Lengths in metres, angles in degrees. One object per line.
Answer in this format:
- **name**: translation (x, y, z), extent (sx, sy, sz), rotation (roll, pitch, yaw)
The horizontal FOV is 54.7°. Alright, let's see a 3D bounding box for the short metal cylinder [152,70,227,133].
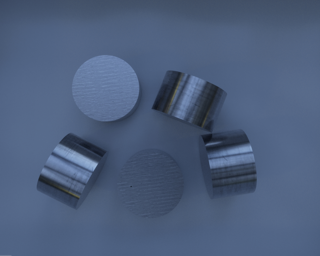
- **short metal cylinder**: translation (0.036, -0.032, 0.384), extent (0.080, 0.080, 0.050), rotation (22, 90, -1)

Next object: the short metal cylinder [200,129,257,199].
- **short metal cylinder**: translation (0.081, 0.044, 0.383), extent (0.050, 0.080, 0.080), rotation (-9, 90, 0)

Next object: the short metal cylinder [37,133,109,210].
- **short metal cylinder**: translation (-0.105, 0.052, 0.380), extent (0.050, 0.080, 0.080), rotation (27, 90, -1)

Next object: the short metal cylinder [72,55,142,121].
- **short metal cylinder**: translation (-0.065, -0.048, 0.396), extent (0.081, 0.050, 0.079), rotation (0, 90, -1)

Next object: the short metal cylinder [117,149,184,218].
- **short metal cylinder**: translation (-0.011, 0.069, 0.397), extent (0.081, 0.050, 0.079), rotation (0, 90, -1)
